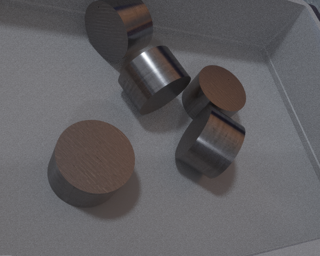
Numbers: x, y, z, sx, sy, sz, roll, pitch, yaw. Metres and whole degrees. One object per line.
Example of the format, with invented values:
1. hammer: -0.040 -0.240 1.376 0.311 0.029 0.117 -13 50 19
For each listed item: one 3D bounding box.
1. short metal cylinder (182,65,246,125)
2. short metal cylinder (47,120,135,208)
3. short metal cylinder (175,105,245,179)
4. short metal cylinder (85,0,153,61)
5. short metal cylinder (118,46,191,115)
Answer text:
1. short metal cylinder: 0.080 -0.047 0.463 0.081 0.050 0.080 14 56 -21
2. short metal cylinder: -0.073 0.038 0.328 0.081 0.050 0.080 14 56 -21
3. short metal cylinder: 0.063 0.017 0.395 0.050 0.080 0.080 33 51 -8
4. short metal cylinder: -0.057 -0.139 0.426 0.080 0.080 0.050 48 51 5
5. short metal cylinder: -0.007 -0.061 0.405 0.081 0.080 0.050 -27 77 -37
